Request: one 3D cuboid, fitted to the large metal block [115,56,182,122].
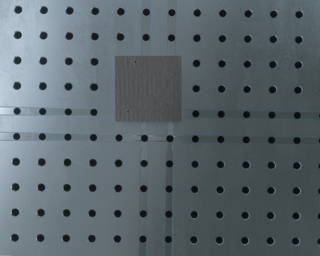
[{"bbox_3d":[-0.014,-0.048,0.401,0.080,0.050,0.080,0,90,0],"label":"large metal block"}]
